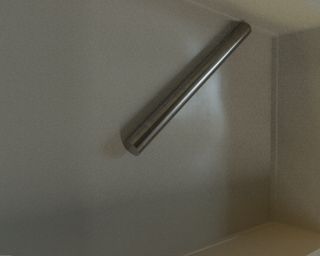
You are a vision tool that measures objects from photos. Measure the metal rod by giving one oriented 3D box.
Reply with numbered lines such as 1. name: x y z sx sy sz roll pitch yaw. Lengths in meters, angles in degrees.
1. metal rod: 0.054 -0.071 0.450 0.301 0.025 0.025 -47 118 -29
